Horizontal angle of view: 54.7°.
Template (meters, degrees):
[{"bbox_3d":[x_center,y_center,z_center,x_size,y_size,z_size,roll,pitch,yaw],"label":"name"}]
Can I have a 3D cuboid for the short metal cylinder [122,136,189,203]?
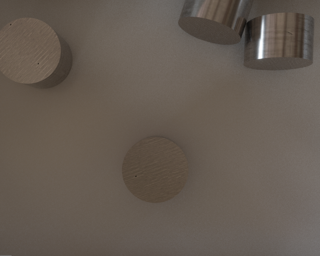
[{"bbox_3d":[-0.006,0.051,0.399,0.081,0.050,0.080,0,90,0],"label":"short metal cylinder"}]

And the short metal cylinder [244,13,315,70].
[{"bbox_3d":[0.147,-0.104,0.385,0.081,0.080,0.050,2,90,0],"label":"short metal cylinder"}]

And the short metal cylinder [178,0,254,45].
[{"bbox_3d":[0.069,-0.143,0.384,0.080,0.080,0.050,18,90,0],"label":"short metal cylinder"}]

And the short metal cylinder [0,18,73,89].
[{"bbox_3d":[-0.160,-0.093,0.397,0.081,0.050,0.080,0,90,0],"label":"short metal cylinder"}]
